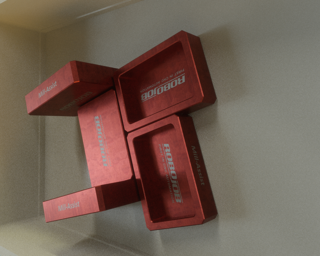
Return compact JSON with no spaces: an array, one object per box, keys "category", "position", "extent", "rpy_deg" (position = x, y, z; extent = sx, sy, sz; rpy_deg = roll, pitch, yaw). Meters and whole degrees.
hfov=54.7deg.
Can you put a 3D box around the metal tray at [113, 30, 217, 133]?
[{"category":"metal tray","position":[0.000,-0.054,0.399],"extent":[0.130,0.030,0.090],"rpy_deg":[-22,77,37]}]

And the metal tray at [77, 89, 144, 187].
[{"category":"metal tray","position":[-0.073,0.018,0.458],"extent":[0.090,0.030,0.129],"rpy_deg":[-22,76,37]}]

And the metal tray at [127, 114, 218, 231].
[{"category":"metal tray","position":[0.011,0.057,0.390],"extent":[0.090,0.030,0.129],"rpy_deg":[-22,76,37]}]

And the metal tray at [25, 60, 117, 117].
[{"category":"metal tray","position":[-0.127,-0.053,0.461],"extent":[0.130,0.091,0.030],"rpy_deg":[-23,76,37]}]

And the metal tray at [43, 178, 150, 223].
[{"category":"metal tray","position":[-0.089,0.100,0.431],"extent":[0.130,0.091,0.030],"rpy_deg":[-22,77,37]}]
